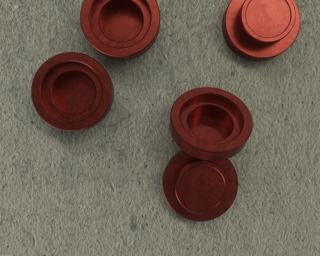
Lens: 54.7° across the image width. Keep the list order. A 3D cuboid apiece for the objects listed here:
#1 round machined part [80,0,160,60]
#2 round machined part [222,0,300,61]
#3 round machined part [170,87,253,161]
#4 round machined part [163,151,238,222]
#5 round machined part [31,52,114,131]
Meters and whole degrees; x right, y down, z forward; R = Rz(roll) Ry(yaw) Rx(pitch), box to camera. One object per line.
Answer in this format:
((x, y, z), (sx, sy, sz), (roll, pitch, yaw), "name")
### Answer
((-0.049, -0.136, 0.401), (0.099, 0.042, 0.097), (0, 90, 0), "round machined part")
((0.134, -0.140, 0.402), (0.099, 0.042, 0.097), (0, 90, 0), "round machined part")
((0.061, -0.001, 0.387), (0.099, 0.042, 0.098), (2, 55, -2), "round machined part")
((0.053, 0.073, 0.402), (0.099, 0.042, 0.097), (0, 90, 0), "round machined part")
((-0.109, -0.045, 0.400), (0.099, 0.042, 0.097), (0, 90, 0), "round machined part")
